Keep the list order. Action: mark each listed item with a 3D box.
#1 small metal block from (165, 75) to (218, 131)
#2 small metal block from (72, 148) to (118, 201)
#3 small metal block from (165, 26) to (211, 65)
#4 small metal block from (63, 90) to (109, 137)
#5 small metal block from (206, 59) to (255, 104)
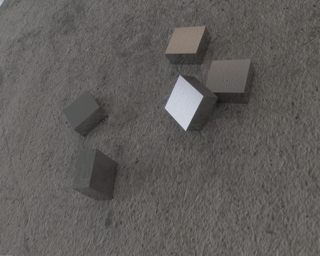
[{"bbox_3d":[0.038,-0.031,0.387,0.050,0.025,0.050,50,127,39],"label":"small metal block"},{"bbox_3d":[-0.081,0.060,0.393,0.025,0.050,0.050,-9,58,24],"label":"small metal block"},{"bbox_3d":[0.042,-0.121,0.457,0.050,0.025,0.050,7,65,31],"label":"small metal block"},{"bbox_3d":[-0.115,-0.023,0.478,0.050,0.025,0.050,-41,51,0],"label":"small metal block"},{"bbox_3d":[0.089,-0.059,0.394,0.050,0.025,0.050,4,64,30],"label":"small metal block"}]
